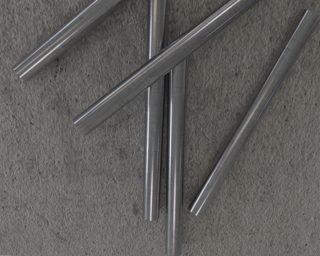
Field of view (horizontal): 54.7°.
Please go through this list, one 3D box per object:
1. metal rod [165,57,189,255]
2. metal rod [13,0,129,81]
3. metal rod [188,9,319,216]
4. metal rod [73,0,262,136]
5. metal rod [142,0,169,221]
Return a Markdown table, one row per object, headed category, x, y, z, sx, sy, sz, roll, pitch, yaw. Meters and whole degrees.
| category | x | y | z | sx | sy | sz | roll | pitch | yaw |
| --- | --- | --- | --- | --- | --- | --- | --- | --- | --- |
| metal rod | 0.021 | 0.052 | 0.429 | 0.025 | 0.025 | 0.298 | 0 | 110 | 0 |
| metal rod | -0.050 | -0.151 | 0.353 | 0.300 | 0.025 | 0.025 | -35 | 107 | 11 |
| metal rod | 0.115 | -0.006 | 0.408 | 0.025 | 0.025 | 0.298 | 23 | 108 | -9 |
| metal rod | 0.026 | -0.092 | 0.353 | 0.300 | 0.025 | 0.025 | -37 | 106 | 4 |
| metal rod | -0.007 | -0.010 | 0.405 | 0.025 | 0.025 | 0.298 | 2 | 110 | -1 |
